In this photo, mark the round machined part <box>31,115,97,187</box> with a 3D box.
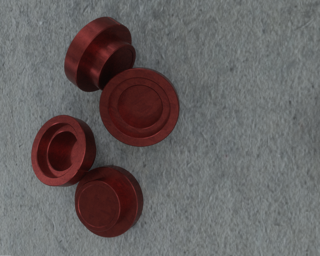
[{"bbox_3d":[-0.129,0.034,0.436,0.098,0.042,0.098,-7,75,26],"label":"round machined part"}]

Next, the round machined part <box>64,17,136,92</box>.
[{"bbox_3d":[-0.068,-0.086,0.393,0.042,0.098,0.098,37,102,16],"label":"round machined part"}]

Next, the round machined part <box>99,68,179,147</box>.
[{"bbox_3d":[-0.024,-0.029,0.397,0.099,0.042,0.097,1,105,4],"label":"round machined part"}]

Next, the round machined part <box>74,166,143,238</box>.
[{"bbox_3d":[-0.076,0.102,0.426,0.098,0.042,0.097,0,90,19],"label":"round machined part"}]
